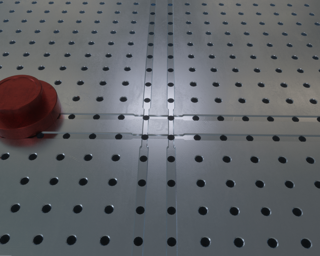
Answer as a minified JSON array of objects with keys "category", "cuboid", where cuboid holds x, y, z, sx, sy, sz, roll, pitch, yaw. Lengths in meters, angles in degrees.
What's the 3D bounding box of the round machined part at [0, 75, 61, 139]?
[{"category":"round machined part","cuboid":[-0.192,-0.036,0.426,0.099,0.042,0.098,0,50,0]}]
